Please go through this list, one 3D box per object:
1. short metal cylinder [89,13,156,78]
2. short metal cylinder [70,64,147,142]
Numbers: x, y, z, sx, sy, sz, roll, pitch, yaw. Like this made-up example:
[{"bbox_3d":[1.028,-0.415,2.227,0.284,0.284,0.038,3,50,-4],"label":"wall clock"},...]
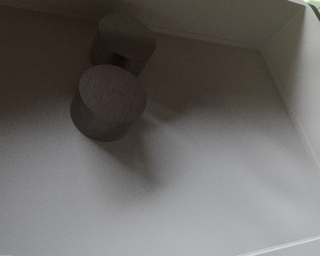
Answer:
[{"bbox_3d":[-0.052,-0.111,0.431,0.081,0.050,0.080,14,56,-21],"label":"short metal cylinder"},{"bbox_3d":[-0.063,-0.030,0.375,0.081,0.050,0.080,14,56,-21],"label":"short metal cylinder"}]
